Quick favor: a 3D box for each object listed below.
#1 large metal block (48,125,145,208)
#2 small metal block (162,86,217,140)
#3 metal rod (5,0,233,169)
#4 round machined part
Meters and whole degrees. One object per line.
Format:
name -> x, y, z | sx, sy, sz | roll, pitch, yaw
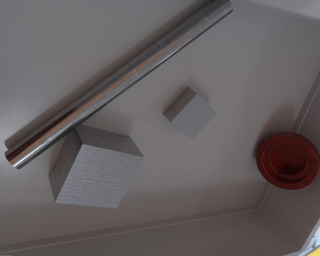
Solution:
large metal block -> -0.079, 0.048, 0.380 | 0.081, 0.050, 0.080 | 17, 110, -35
small metal block -> 0.041, -0.020, 0.421 | 0.050, 0.025, 0.050 | -48, 130, 5
metal rod -> -0.043, -0.055, 0.352 | 0.301, 0.025, 0.025 | -37, 130, -4
round machined part -> 0.219, 0.052, 0.525 | 0.042, 0.098, 0.097 | -29, 136, -51
